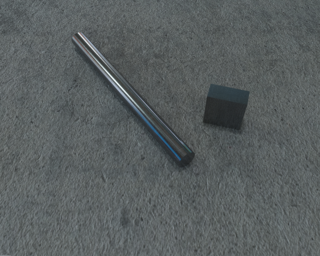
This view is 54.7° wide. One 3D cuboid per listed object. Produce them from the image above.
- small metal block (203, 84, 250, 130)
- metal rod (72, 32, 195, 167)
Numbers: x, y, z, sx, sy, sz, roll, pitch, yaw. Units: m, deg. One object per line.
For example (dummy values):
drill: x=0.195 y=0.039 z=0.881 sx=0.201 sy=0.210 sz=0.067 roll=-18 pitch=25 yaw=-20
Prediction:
small metal block: x=0.087 y=-0.027 z=0.411 sx=0.050 sy=0.050 sz=0.025 roll=13 pitch=51 yaw=10
metal rod: x=-0.053 y=-0.057 z=0.449 sx=0.025 sy=0.025 sz=0.300 roll=-28 pitch=56 yaw=-22
